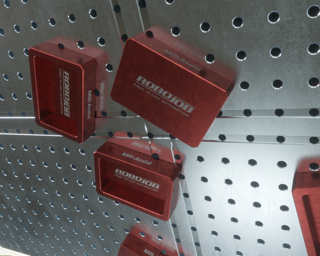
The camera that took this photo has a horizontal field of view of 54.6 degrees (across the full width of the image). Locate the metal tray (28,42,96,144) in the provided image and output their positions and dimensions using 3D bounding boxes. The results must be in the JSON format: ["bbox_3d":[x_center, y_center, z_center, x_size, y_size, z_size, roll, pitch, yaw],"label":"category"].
[{"bbox_3d":[-0.141,-0.049,0.452,0.090,0.030,0.129,21,127,15],"label":"metal tray"}]

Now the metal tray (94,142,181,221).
[{"bbox_3d":[-0.037,0.082,0.478,0.130,0.030,0.089,17,125,18],"label":"metal tray"}]

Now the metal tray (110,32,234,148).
[{"bbox_3d":[0.010,-0.045,0.376,0.130,0.030,0.089,31,129,8],"label":"metal tray"}]

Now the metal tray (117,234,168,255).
[{"bbox_3d":[-0.019,0.265,0.582,0.130,0.030,0.089,27,128,11],"label":"metal tray"}]

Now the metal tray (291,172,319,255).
[{"bbox_3d":[0.215,0.112,0.363,0.090,0.030,0.129,-9,114,32],"label":"metal tray"}]
